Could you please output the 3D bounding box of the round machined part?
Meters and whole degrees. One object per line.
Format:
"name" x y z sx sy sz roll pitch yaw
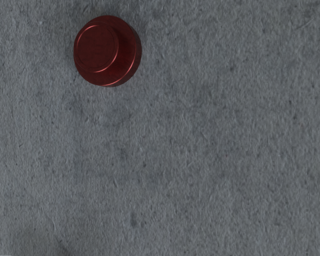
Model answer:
"round machined part" -0.078 -0.107 0.426 0.098 0.042 0.097 0 90 19
